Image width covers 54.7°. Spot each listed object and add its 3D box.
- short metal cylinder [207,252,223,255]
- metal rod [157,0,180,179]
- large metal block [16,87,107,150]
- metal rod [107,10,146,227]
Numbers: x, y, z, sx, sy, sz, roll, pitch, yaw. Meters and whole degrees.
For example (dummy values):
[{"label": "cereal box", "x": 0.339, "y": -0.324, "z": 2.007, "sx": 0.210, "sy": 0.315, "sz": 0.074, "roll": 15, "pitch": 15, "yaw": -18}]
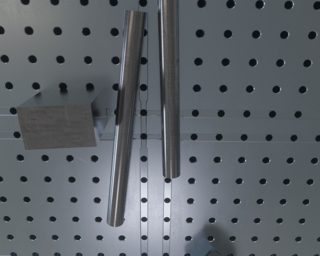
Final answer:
[{"label": "short metal cylinder", "x": 0.088, "y": 0.240, "z": 0.473, "sx": 0.080, "sy": 0.080, "sz": 0.050, "roll": 36, "pitch": 106, "yaw": -12}, {"label": "metal rod", "x": 0.012, "y": -0.074, "z": 0.385, "sx": 0.025, "sy": 0.025, "sz": 0.298, "roll": -2, "pitch": 110, "yaw": 0}, {"label": "large metal block", "x": -0.113, "y": -0.014, "z": 0.378, "sx": 0.080, "sy": 0.080, "sz": 0.050, "roll": -3, "pitch": 110, "yaw": 1}, {"label": "metal rod", "x": -0.048, "y": 0.002, "z": 0.413, "sx": 0.025, "sy": 0.025, "sz": 0.298, "roll": 7, "pitch": 110, "yaw": -3}]
